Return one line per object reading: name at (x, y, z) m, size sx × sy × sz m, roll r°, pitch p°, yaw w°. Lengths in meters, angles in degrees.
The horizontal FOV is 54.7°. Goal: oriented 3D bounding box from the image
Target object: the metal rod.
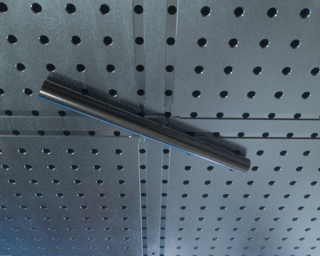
metal rod at (-0.007, 0.005, 0.416) m, size 0.302 × 0.025 × 0.025 m, roll 21°, pitch 127°, yaw -18°
